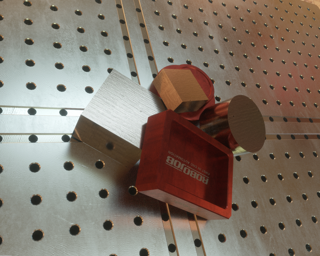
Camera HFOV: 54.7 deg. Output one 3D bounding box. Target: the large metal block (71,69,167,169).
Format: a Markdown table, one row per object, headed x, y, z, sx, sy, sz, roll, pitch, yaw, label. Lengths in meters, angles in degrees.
| x | y | z | sx | sy | sz | roll | pitch | yaw | label |
| --- | --- | --- | --- | --- | --- | --- | --- | --- | --- |
| -0.046 | -0.011 | 0.374 | 0.080 | 0.050 | 0.080 | 31 | 52 | -8 | large metal block |

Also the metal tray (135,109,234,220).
| x | y | z | sx | sy | sz | roll | pitch | yaw | label |
| --- | --- | --- | --- | --- | --- | --- | --- | --- | --- |
| 0.036 | 0.047 | 0.359 | 0.130 | 0.030 | 0.090 | 31 | 55 | -37 | metal tray |

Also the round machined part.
| x | y | z | sx | sy | sz | roll | pitch | yaw | label |
| --- | --- | --- | --- | --- | --- | --- | --- | --- | --- |
| 0.039 | -0.054 | 0.451 | 0.099 | 0.042 | 0.098 | 14 | 56 | -21 | round machined part |

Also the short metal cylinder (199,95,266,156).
| x | y | z | sx | sy | sz | roll | pitch | yaw | label |
| --- | --- | --- | --- | --- | --- | --- | --- | --- | --- |
| 0.102 | -0.001 | 0.433 | 0.081 | 0.050 | 0.080 | 13 | 68 | -36 | short metal cylinder |

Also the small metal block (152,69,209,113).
| x | y | z | sx | sy | sz | roll | pitch | yaw | label |
| --- | --- | --- | --- | --- | --- | --- | --- | --- | --- |
| 0.026 | -0.047 | 0.391 | 0.050 | 0.025 | 0.050 | -9 | 63 | -44 | small metal block |
